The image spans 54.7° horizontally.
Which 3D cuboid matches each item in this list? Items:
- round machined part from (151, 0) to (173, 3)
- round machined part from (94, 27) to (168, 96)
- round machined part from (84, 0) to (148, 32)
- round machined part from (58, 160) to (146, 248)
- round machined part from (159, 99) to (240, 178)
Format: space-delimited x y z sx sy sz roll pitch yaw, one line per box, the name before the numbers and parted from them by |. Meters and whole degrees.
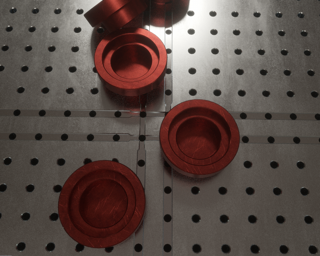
round machined part | 0.003 -0.240 0.491 0.099 0.042 0.098 0 70 -1
round machined part | -0.039 -0.088 0.434 0.099 0.042 0.098 0 70 -1
round machined part | -0.057 -0.173 0.446 0.098 0.098 0.042 -42 113 -14
round machined part | -0.066 0.091 0.369 0.099 0.042 0.098 0 70 -1
round machined part | 0.048 0.016 0.398 0.099 0.042 0.098 0 70 -1
